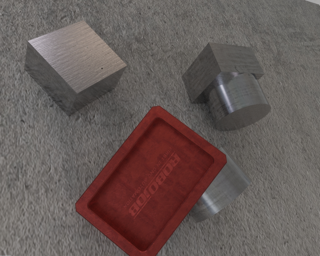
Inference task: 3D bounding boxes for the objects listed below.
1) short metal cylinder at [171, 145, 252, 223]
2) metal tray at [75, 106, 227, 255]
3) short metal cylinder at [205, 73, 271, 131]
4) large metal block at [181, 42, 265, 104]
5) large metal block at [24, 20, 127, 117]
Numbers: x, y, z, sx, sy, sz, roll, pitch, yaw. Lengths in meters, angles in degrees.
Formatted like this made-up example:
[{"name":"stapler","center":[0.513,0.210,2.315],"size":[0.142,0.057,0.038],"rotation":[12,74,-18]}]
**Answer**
[{"name":"short metal cylinder","center":[0.058,0.064,0.360],"size":[0.081,0.080,0.050],"rotation":[-31,80,-38]},{"name":"metal tray","center":[-0.008,0.054,0.310],"size":[0.090,0.030,0.130],"rotation":[38,86,8]},{"name":"short metal cylinder","center":[0.112,-0.036,0.450],"size":[0.081,0.080,0.050],"rotation":[-3,64,-30]},{"name":"large metal block","center":[0.092,-0.079,0.466],"size":[0.081,0.080,0.050],"rotation":[-3,63,-30]},{"name":"large metal block","center":[-0.102,-0.074,0.378],"size":[0.080,0.050,0.080],"rotation":[47,51,4]}]
